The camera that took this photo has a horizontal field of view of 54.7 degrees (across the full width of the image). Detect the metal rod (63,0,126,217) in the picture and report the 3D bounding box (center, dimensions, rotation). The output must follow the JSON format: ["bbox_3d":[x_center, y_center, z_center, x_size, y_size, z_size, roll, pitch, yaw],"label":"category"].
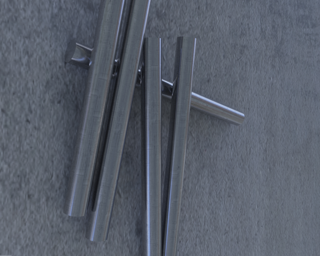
[{"bbox_3d":[-0.062,-0.056,0.323,0.025,0.025,0.298,8,94,-40],"label":"metal rod"}]

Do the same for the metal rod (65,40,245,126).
[{"bbox_3d":[0.018,-0.048,0.421,0.302,0.025,0.025,16,80,-39],"label":"metal rod"}]

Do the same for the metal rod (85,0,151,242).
[{"bbox_3d":[-0.044,-0.024,0.343,0.025,0.025,0.298,9,92,-40],"label":"metal rod"}]

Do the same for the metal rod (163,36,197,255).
[{"bbox_3d":[0.021,0.035,0.403,0.025,0.025,0.298,1,96,-40],"label":"metal rod"}]

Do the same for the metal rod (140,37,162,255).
[{"bbox_3d":[-0.010,0.045,0.378,0.025,0.025,0.298,-7,100,-40],"label":"metal rod"}]
